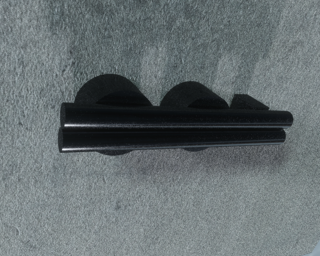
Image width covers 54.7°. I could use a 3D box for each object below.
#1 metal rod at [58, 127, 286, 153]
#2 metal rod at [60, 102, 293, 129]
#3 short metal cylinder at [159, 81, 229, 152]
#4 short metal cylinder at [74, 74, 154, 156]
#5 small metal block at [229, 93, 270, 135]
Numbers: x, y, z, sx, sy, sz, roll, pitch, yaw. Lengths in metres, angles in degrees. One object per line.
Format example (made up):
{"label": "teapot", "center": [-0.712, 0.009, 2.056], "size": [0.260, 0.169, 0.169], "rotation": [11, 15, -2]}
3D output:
{"label": "metal rod", "center": [0.037, 0.011, 0.370], "size": [0.303, 0.025, 0.025], "rotation": [0, 119, -29]}
{"label": "metal rod", "center": [0.043, -0.011, 0.359], "size": [0.303, 0.025, 0.025], "rotation": [0, 119, -29]}
{"label": "short metal cylinder", "center": [0.044, -0.016, 0.407], "size": [0.081, 0.050, 0.079], "rotation": [-14, 124, -21]}
{"label": "short metal cylinder", "center": [-0.052, -0.015, 0.353], "size": [0.081, 0.050, 0.079], "rotation": [-14, 124, -21]}
{"label": "small metal block", "center": [0.124, -0.018, 0.451], "size": [0.025, 0.050, 0.050], "rotation": [-2, 119, -28]}
